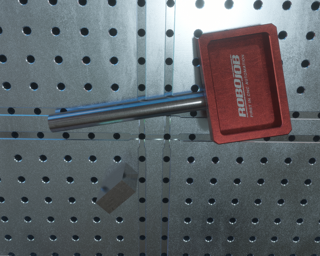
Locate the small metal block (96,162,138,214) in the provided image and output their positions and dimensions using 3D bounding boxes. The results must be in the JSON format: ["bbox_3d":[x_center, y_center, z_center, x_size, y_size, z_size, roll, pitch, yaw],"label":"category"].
[{"bbox_3d":[-0.058,0.082,0.430,0.050,0.050,0.025,-42,105,13],"label":"small metal block"}]

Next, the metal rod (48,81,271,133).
[{"bbox_3d":[0.006,-0.028,0.403,0.302,0.025,0.025,-8,110,2],"label":"metal rod"}]

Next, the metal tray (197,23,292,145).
[{"bbox_3d":[0.098,-0.051,0.370,0.091,0.030,0.129,-9,90,2],"label":"metal tray"}]
